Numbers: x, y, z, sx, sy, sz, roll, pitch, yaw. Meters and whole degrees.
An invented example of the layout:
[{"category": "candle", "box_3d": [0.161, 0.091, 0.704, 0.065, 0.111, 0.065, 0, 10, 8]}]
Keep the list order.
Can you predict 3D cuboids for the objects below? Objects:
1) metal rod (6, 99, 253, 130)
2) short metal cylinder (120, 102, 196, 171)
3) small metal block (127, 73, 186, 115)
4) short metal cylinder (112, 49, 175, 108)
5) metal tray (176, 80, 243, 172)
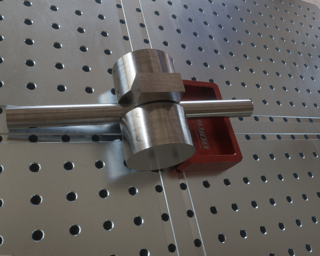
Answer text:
[{"category": "metal rod", "box_3d": [-0.019, -0.019, 0.379, 0.303, 0.025, 0.025, -3, 63, -20]}, {"category": "short metal cylinder", "box_3d": [-0.003, 0.012, 0.363, 0.081, 0.080, 0.050, 1, 61, -28]}, {"category": "small metal block", "box_3d": [-0.006, -0.037, 0.351, 0.050, 0.050, 0.025, -4, 63, -21]}, {"category": "short metal cylinder", "box_3d": [-0.017, -0.055, 0.395, 0.081, 0.080, 0.050, 1, 62, -28]}, {"category": "metal tray", "box_3d": [0.055, -0.006, 0.438, 0.091, 0.030, 0.130, 1, 61, -28]}]
